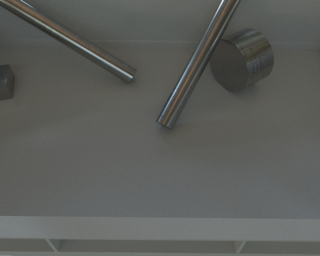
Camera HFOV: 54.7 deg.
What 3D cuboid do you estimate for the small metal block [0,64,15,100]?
[{"bbox_3d":[-0.247,-0.066,0.457,0.050,0.025,0.050,-9,51,-8],"label":"small metal block"}]

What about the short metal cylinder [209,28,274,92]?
[{"bbox_3d":[0.118,-0.099,0.454,0.050,0.080,0.080,-27,56,-21],"label":"short metal cylinder"}]

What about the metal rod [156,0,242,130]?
[{"bbox_3d":[0.076,-0.134,0.427,0.025,0.025,0.299,26,83,20],"label":"metal rod"}]

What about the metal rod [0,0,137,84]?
[{"bbox_3d":[-0.169,-0.154,0.453,0.301,0.025,0.025,31,53,-8],"label":"metal rod"}]
